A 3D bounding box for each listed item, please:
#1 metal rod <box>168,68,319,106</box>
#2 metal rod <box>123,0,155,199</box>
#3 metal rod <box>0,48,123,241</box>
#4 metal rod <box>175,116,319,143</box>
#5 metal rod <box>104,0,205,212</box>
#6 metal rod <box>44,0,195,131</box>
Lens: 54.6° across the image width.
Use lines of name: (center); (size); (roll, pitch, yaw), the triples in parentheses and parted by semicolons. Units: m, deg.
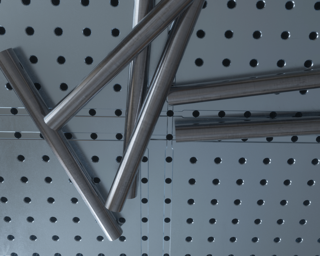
metal rod: (0.160, -0.058, 0.393); (0.301, 0.025, 0.025); (-7, 110, 2)
metal rod: (-0.030, -0.044, 0.396); (0.025, 0.025, 0.298); (6, 110, -2)
metal rod: (-0.130, 0.035, 0.425); (0.025, 0.025, 0.299); (-23, 109, 8)
metal rod: (0.171, -0.001, 0.413); (0.302, 0.025, 0.025); (-3, 110, 1)
metal rod: (-0.007, -0.031, 0.382); (0.025, 0.025, 0.298); (20, 102, -7)
metal rod: (-0.022, -0.101, 0.347); (0.300, 0.025, 0.025); (-41, 105, 13)
